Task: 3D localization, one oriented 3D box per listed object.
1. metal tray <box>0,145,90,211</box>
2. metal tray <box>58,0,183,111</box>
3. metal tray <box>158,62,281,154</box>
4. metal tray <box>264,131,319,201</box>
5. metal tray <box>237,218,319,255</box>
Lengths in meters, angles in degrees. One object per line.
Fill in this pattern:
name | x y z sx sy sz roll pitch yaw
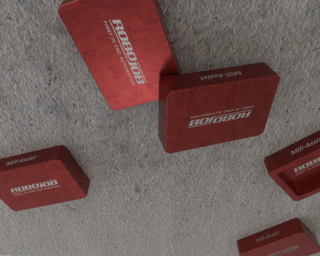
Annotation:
metal tray | -0.185 0.079 0.469 0.130 0.030 0.090 -13 129 10
metal tray | -0.034 -0.086 0.331 0.090 0.030 0.130 -14 129 11
metal tray | 0.065 -0.023 0.361 0.131 0.030 0.089 -11 132 -13
metal tray | 0.232 0.050 0.448 0.130 0.030 0.090 -33 123 25
metal tray | 0.229 0.229 0.601 0.130 0.030 0.090 -32 123 24
